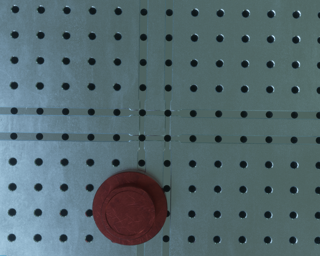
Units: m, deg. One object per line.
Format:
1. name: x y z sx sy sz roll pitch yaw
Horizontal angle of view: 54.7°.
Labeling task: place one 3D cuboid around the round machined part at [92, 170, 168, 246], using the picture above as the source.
1. round machined part: -0.039 0.106 0.404 0.099 0.042 0.097 0 90 -1
